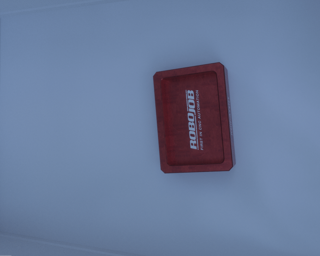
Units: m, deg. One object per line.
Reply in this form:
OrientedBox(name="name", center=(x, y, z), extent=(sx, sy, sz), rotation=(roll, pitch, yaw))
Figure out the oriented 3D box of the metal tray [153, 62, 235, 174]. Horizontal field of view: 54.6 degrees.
OrientedBox(name="metal tray", center=(0.043, -0.011, 0.392), extent=(0.090, 0.030, 0.129), rotation=(-5, 88, 20))
